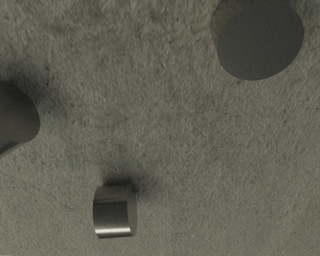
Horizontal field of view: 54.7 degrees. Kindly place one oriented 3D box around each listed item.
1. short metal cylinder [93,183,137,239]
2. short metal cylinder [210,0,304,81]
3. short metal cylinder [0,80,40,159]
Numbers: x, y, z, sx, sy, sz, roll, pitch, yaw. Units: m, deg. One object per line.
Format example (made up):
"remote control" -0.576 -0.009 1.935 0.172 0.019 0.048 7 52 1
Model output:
"short metal cylinder" -0.067 0.128 0.479 0.050 0.080 0.080 -6 130 4
"short metal cylinder" 0.094 -0.095 0.311 0.081 0.050 0.079 0 130 0
"short metal cylinder" -0.190 -0.009 0.361 0.050 0.080 0.080 -28 125 21
